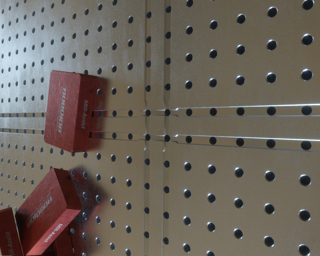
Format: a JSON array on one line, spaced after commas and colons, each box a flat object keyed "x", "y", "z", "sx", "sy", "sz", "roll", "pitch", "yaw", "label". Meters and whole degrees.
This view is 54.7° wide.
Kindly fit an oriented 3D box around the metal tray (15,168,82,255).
[{"x": -0.197, "y": 0.145, "z": 0.538, "sx": 0.130, "sy": 0.030, "sz": 0.090, "roll": -48, "pitch": 51, "yaw": 15, "label": "metal tray"}]

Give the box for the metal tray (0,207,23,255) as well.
[{"x": -0.269, "y": 0.218, "z": 0.561, "sx": 0.130, "sy": 0.030, "sz": 0.090, "roll": 68, "pitch": 151, "yaw": 17, "label": "metal tray"}]

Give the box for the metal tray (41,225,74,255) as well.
[{"x": -0.214, "y": 0.224, "z": 0.578, "sx": 0.130, "sy": 0.030, "sz": 0.090, "roll": -23, "pitch": 76, "yaw": 37, "label": "metal tray"}]

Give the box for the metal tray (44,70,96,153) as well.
[{"x": -0.157, "y": -0.030, "z": 0.532, "sx": 0.090, "sy": 0.030, "sz": 0.129, "roll": 13, "pitch": 98, "yaw": 39, "label": "metal tray"}]
